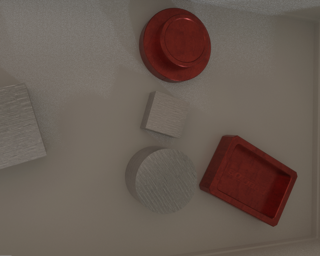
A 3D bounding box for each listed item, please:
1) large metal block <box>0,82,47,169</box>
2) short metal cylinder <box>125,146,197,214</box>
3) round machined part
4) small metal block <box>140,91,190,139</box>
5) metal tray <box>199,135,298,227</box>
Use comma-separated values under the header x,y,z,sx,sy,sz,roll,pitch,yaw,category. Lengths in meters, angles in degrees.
x,y,z,sx,sy,sz,roll,pitch,yaw,category
-0.175,0.002,0.333,0.081,0.050,0.080,-17,96,-20,large metal block
0.000,0.064,0.399,0.081,0.050,0.079,0,90,-21,short metal cylinder
0.025,-0.111,0.412,0.099,0.042,0.097,0,90,-21,round machined part
0.007,-0.017,0.414,0.050,0.025,0.050,17,84,-20,small metal block
0.133,0.078,0.458,0.131,0.030,0.090,30,80,-18,metal tray
